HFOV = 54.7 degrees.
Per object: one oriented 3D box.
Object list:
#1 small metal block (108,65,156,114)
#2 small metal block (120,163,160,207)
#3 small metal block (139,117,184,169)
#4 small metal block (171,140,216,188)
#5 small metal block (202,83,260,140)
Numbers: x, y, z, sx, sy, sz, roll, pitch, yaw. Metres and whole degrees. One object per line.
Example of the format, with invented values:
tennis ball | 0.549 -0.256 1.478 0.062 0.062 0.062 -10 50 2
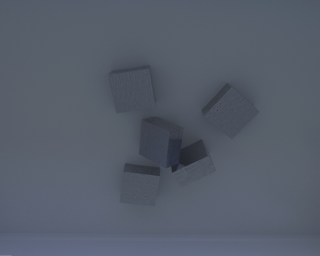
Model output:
small metal block | -0.034 -0.049 0.393 0.050 0.025 0.050 -8 110 2
small metal block | -0.028 0.081 0.441 0.050 0.025 0.050 8 110 -4
small metal block | 0.001 0.018 0.403 0.025 0.050 0.050 -14 118 -44
small metal block | 0.043 0.047 0.415 0.050 0.050 0.025 -26 110 9
small metal block | 0.091 -0.022 0.405 0.050 0.025 0.050 38 105 -13
